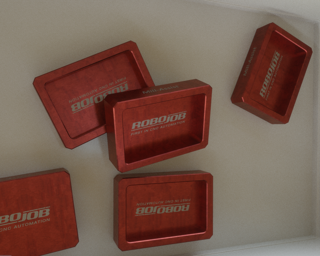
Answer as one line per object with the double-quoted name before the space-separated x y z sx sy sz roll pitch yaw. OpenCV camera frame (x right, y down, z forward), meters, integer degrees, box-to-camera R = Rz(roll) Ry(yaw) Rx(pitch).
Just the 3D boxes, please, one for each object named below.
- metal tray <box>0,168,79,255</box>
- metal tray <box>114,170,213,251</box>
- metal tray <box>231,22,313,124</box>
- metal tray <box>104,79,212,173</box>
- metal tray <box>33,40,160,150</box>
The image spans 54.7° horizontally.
"metal tray" -0.164 0.101 0.348 0.131 0.030 0.089 -8 93 -20
"metal tray" 0.006 0.105 0.411 0.131 0.030 0.089 0 90 -21
"metal tray" 0.172 -0.081 0.473 0.090 0.030 0.130 25 82 -19
"metal tray" 0.001 -0.005 0.383 0.131 0.030 0.089 -14 119 -26
"metal tray" -0.074 -0.041 0.381 0.131 0.030 0.090 -27 99 -18
